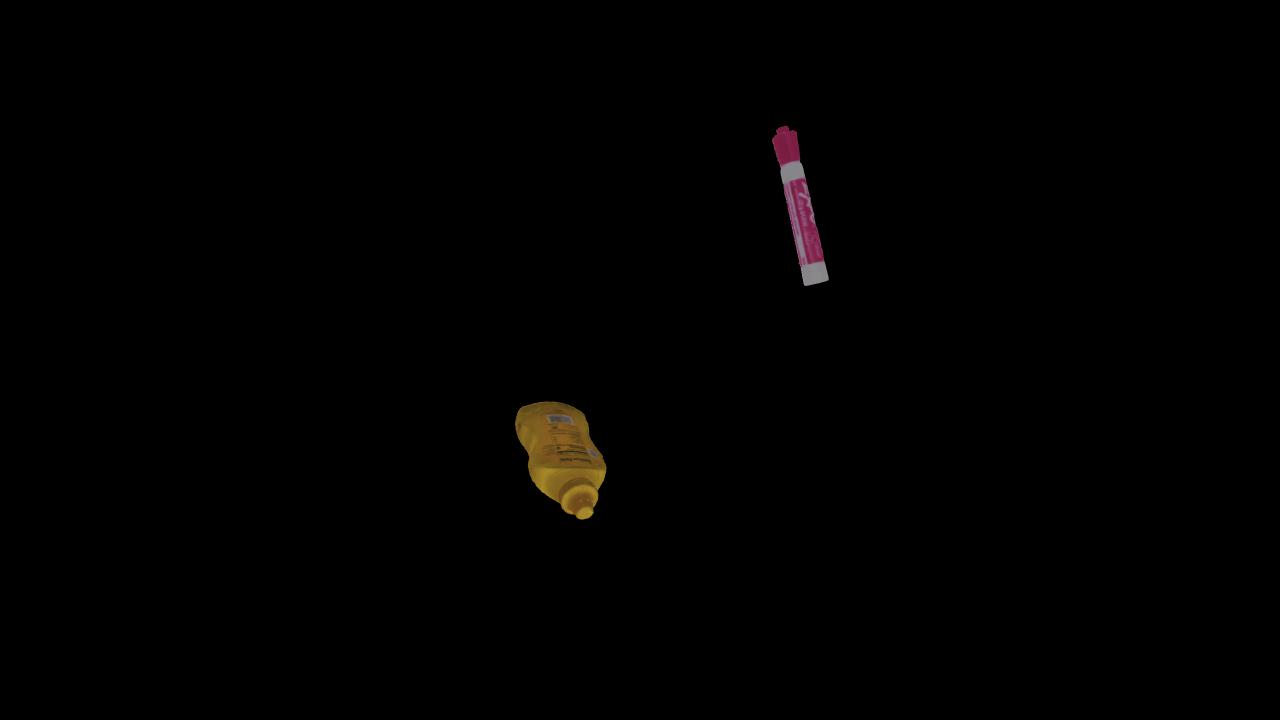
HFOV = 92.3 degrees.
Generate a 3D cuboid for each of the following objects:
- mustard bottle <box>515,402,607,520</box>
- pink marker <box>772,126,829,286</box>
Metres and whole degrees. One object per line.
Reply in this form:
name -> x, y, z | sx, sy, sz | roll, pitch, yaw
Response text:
mustard bottle -> -0.087, 0.117, 0.713 | 0.092, 0.054, 0.184 | 13, 23, -28
pink marker -> 0.122, -0.117, 0.468 | 0.020, 0.121, 0.020 | -13, 2, 0
